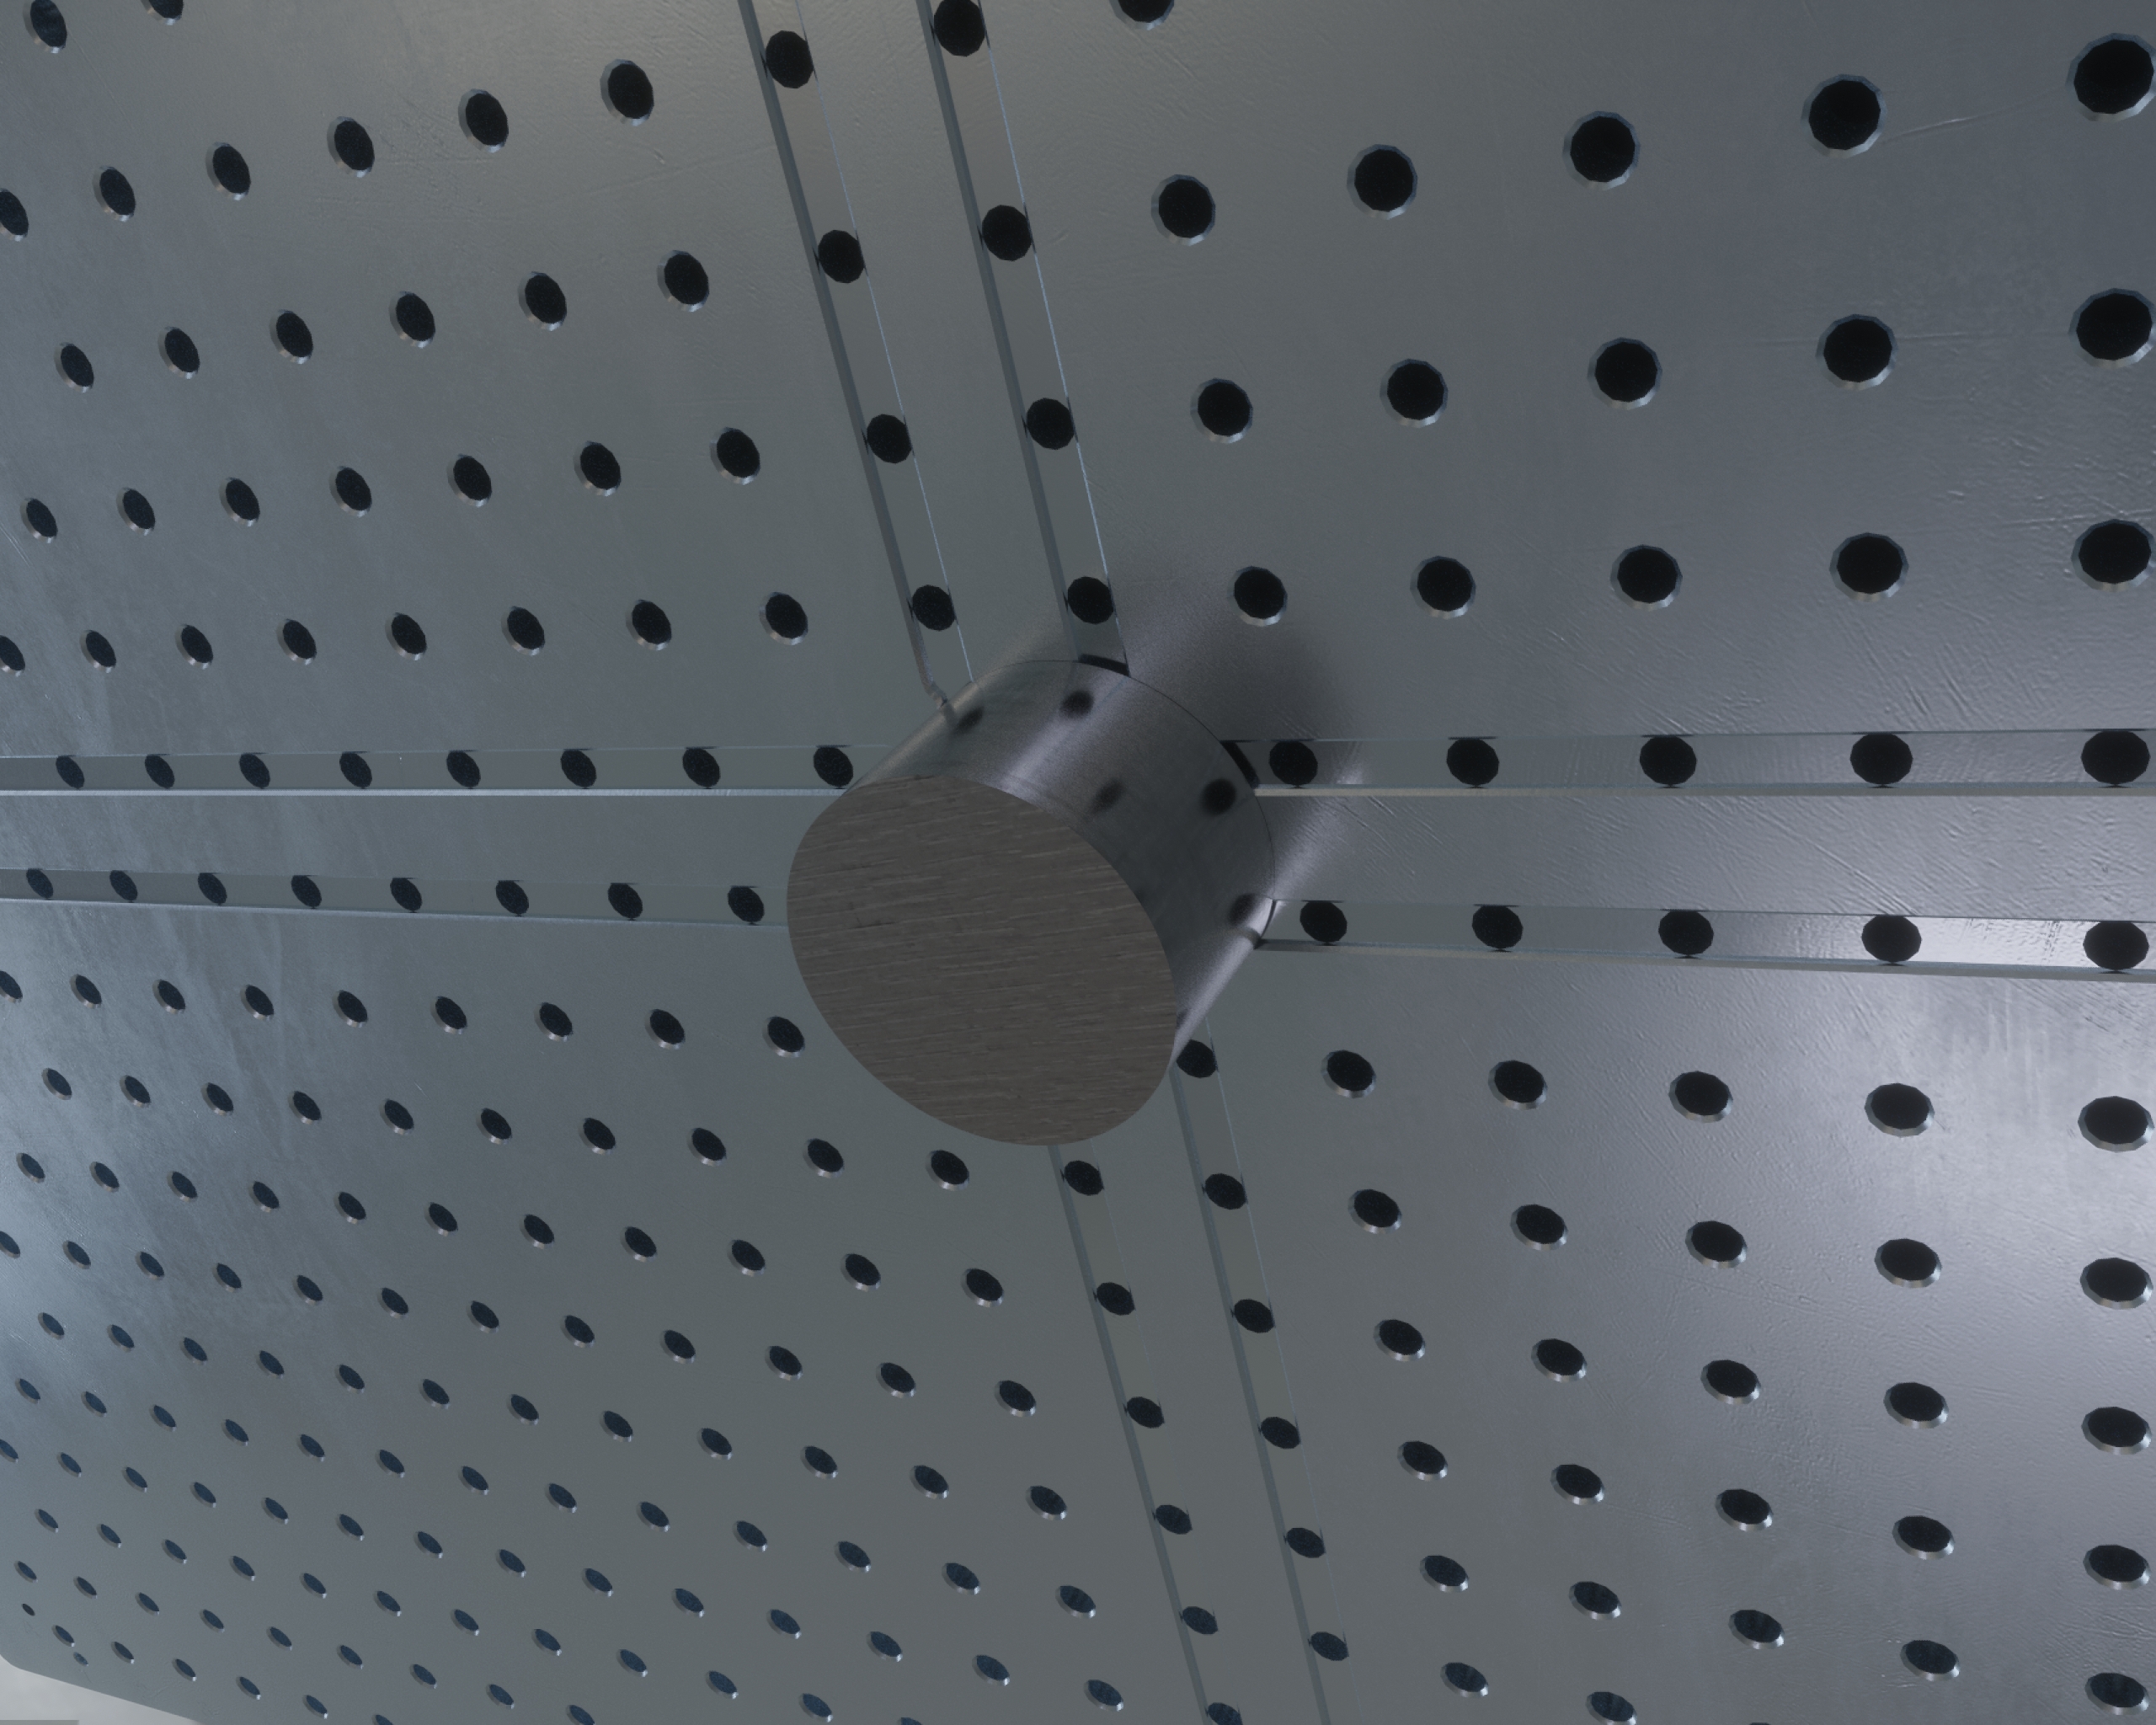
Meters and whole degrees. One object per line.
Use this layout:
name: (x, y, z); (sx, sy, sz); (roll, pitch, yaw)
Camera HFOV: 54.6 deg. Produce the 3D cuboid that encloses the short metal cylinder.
short metal cylinder: (-0.008, 0.008, 0.405); (0.080, 0.050, 0.080); (13, 124, 21)
